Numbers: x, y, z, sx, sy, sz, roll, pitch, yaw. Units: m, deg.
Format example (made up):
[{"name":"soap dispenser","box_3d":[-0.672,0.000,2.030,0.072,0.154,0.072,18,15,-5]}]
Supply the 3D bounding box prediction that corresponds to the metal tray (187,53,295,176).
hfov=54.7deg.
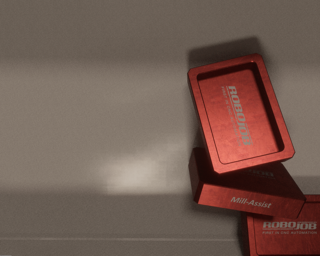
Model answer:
[{"name":"metal tray","box_3d":[0.091,-0.016,0.365,0.090,0.030,0.129,-13,74,2]}]

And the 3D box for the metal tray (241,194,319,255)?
[{"name":"metal tray","box_3d":[0.184,0.141,0.436,0.131,0.030,0.090,0,71,-1]}]

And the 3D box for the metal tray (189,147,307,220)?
[{"name":"metal tray","box_3d":[0.107,0.068,0.402,0.131,0.090,0.030,10,114,-4]}]
